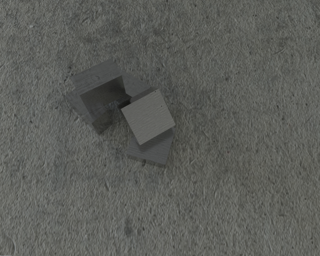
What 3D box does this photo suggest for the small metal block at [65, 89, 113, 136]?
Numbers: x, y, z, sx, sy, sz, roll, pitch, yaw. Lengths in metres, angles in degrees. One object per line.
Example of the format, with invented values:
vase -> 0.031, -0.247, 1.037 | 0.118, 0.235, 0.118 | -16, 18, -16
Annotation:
small metal block -> -0.091, -0.022, 0.403 | 0.025, 0.050, 0.050 | -43, 76, -14

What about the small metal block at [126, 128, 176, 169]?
small metal block -> -0.011, 0.020, 0.402 | 0.050, 0.025, 0.050 | 15, 71, 5

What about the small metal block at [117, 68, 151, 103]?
small metal block -> -0.039, -0.047, 0.413 | 0.050, 0.050, 0.025 | 31, 73, 10

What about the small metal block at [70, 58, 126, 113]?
small metal block -> -0.070, -0.048, 0.360 | 0.050, 0.050, 0.025 | -28, 73, -10

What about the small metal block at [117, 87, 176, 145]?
small metal block -> -0.017, -0.015, 0.375 | 0.050, 0.025, 0.050 | -30, 110, -11
